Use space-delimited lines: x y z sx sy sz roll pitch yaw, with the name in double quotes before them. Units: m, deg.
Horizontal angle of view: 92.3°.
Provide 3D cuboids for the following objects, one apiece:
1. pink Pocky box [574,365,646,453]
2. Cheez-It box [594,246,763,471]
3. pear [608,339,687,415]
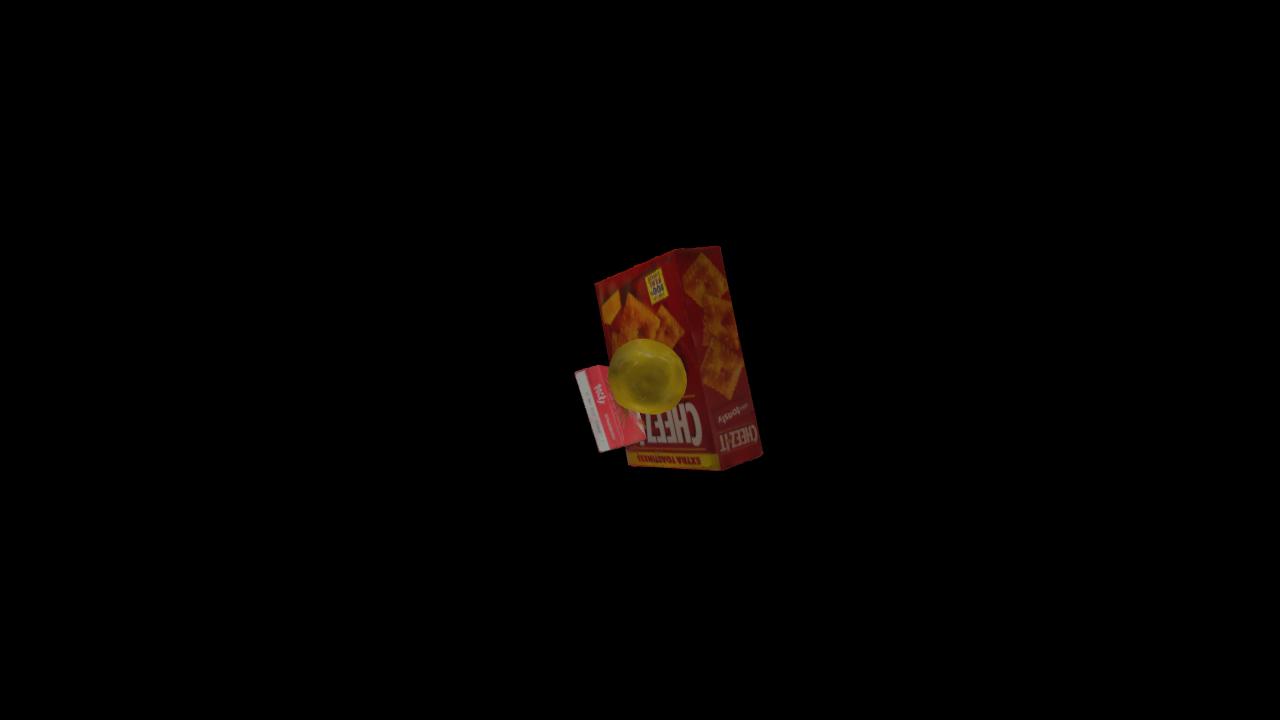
"pink Pocky box" -0.022 0.051 0.661 0.029 0.084 0.155 -19 -8 12
"Cheez-It box" 0.034 0.004 0.671 0.071 0.223 0.166 -12 1 -34
"pear" 0.004 0.015 0.635 0.080 0.080 0.111 0 4 -9
